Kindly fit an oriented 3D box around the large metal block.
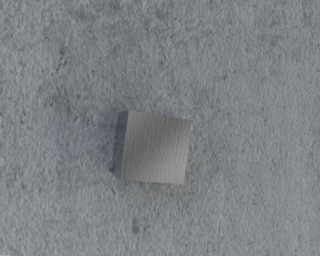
[{"bbox_3d":[-0.012,0.024,0.391,0.081,0.050,0.080,8,87,-20],"label":"large metal block"}]
